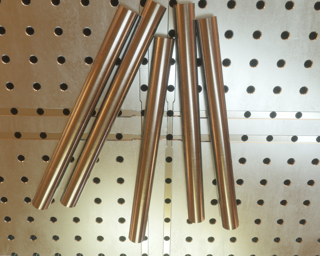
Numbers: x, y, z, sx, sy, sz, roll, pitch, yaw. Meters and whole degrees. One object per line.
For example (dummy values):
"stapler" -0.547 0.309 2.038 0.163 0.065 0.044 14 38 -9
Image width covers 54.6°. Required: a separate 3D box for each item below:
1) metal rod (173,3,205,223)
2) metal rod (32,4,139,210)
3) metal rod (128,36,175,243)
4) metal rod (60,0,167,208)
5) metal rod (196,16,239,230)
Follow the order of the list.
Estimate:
"metal rod" 0.041 -0.005 0.412 0.025 0.025 0.298 -5 110 2
"metal rod" -0.105 -0.014 0.407 0.025 0.025 0.298 26 108 -9
"metal rod" -0.015 0.029 0.424 0.025 0.025 0.298 7 110 -3
"metal rod" -0.068 -0.019 0.406 0.025 0.025 0.298 24 108 -9
"metal rod" 0.080 0.008 0.417 0.025 0.025 0.298 -9 110 3
